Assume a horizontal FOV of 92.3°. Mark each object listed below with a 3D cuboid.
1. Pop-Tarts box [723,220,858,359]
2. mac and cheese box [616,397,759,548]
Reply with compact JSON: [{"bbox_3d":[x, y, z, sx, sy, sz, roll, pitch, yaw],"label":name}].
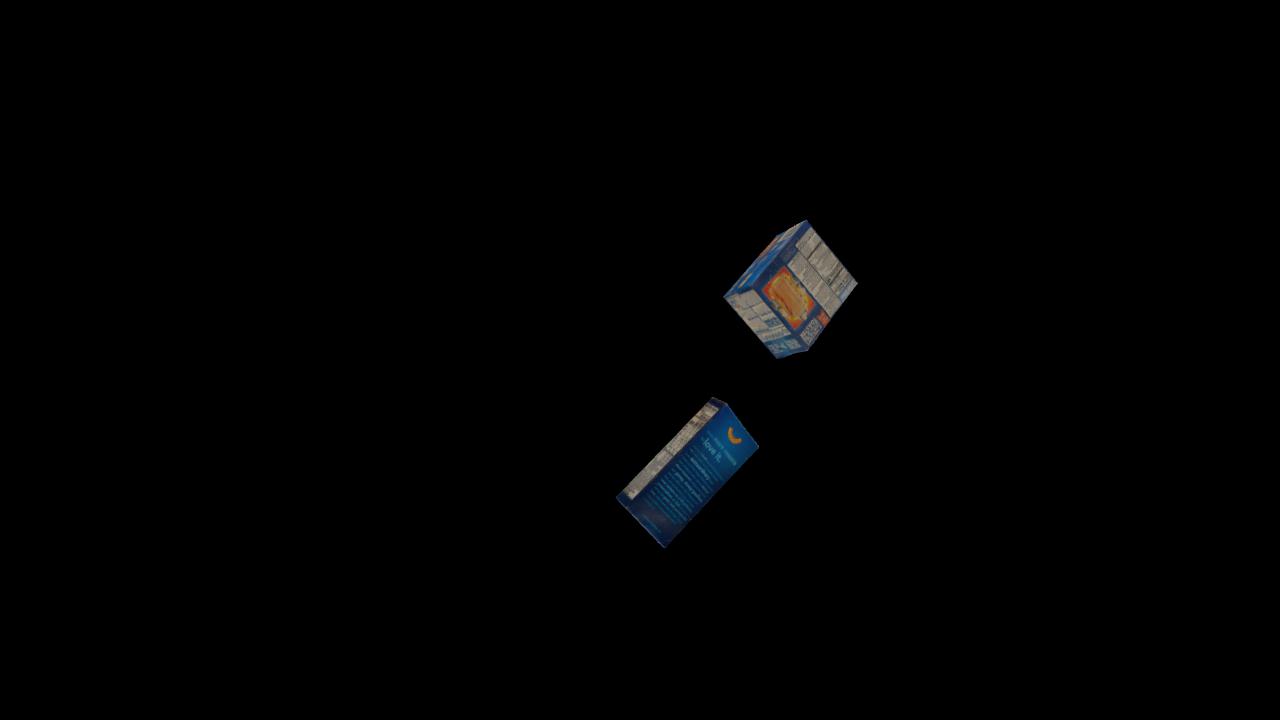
[{"bbox_3d":[0.244,-0.113,0.995,0.167,0.141,0.083,-48,12,-23],"label":"Pop-Tarts box"},{"bbox_3d":[0.064,0.146,0.802,0.184,0.093,0.041,-44,27,-10],"label":"mac and cheese box"}]
